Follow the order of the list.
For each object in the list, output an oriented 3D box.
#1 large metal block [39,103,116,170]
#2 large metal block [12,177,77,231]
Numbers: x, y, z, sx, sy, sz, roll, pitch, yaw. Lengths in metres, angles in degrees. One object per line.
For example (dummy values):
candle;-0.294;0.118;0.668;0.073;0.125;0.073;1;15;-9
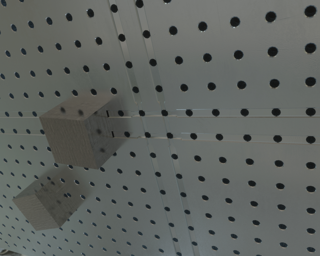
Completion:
large metal block;-0.121;0.010;0.463;0.080;0.050;0.079;5;121;25
large metal block;-0.224;0.149;0.602;0.080;0.050;0.080;-19;109;35
